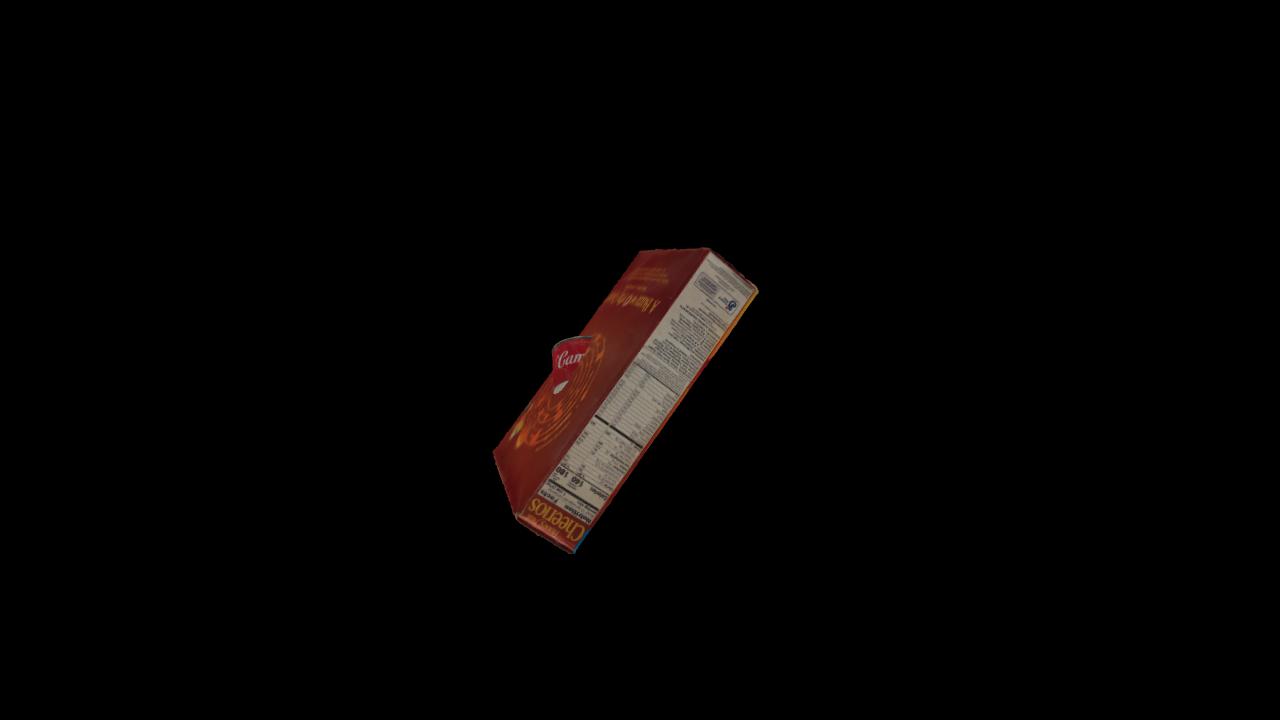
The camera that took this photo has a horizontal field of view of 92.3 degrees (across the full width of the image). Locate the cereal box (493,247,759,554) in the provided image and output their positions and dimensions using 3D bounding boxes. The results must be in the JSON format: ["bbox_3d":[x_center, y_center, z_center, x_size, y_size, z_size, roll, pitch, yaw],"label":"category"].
[{"bbox_3d":[-0.030,0.023,0.651,0.081,0.306,0.203,37,-5,-20],"label":"cereal box"}]

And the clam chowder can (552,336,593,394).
[{"bbox_3d":[-0.060,0.034,0.659,0.068,0.102,0.068,-5,-27,-2],"label":"clam chowder can"}]
